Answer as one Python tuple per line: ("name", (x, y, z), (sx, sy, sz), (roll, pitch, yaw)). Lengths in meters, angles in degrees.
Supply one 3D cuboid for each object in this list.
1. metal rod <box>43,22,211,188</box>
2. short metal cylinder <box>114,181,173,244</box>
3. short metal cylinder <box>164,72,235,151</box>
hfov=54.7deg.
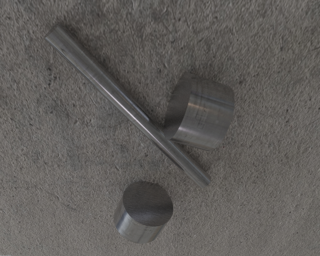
("metal rod", (-0.022, -0.010, 0.398), (0.025, 0.025, 0.300), (-30, 125, 23))
("short metal cylinder", (-0.026, 0.130, 0.482), (0.081, 0.080, 0.050), (16, 128, -13))
("short metal cylinder", (0.042, -0.018, 0.356), (0.050, 0.080, 0.079), (16, 128, -13))
